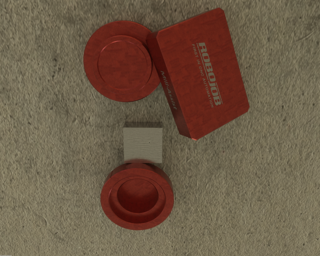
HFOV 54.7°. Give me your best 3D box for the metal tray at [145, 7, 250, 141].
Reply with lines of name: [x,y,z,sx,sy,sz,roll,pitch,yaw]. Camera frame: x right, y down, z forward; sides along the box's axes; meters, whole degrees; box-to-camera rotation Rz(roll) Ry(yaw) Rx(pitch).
metal tray: [0.048,-0.062,0.365,0.091,0.030,0.129,-28,110,-19]

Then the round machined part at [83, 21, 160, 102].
round machined part: [-0.043,-0.077,0.372,0.099,0.042,0.097,0,110,-1]

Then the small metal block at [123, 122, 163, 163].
small metal block: [-0.022,0.019,0.416,0.050,0.025,0.050,0,109,-1]

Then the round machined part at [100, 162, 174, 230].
round machined part: [-0.031,0.090,0.434,0.099,0.042,0.097,0,110,-1]
